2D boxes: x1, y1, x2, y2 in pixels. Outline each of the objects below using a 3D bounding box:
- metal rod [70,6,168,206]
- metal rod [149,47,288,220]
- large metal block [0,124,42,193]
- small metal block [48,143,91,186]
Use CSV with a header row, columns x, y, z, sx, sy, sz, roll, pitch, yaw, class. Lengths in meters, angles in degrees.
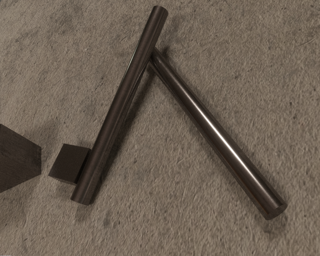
x,y,z,sx,sy,sz,roll,pitch,yaw,class
-0.051,-0.040,0.432,0.025,0.025,0.299,12,74,33,metal rod
0.048,-0.018,0.388,0.025,0.025,0.300,-36,51,4,metal rod
-0.238,0.048,0.461,0.080,0.080,0.050,-25,53,12,large metal block
-0.120,0.052,0.433,0.050,0.025,0.050,7,65,31,small metal block
